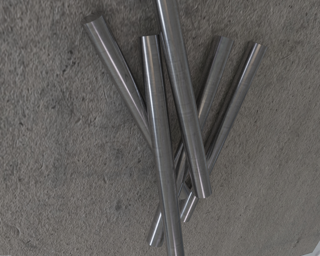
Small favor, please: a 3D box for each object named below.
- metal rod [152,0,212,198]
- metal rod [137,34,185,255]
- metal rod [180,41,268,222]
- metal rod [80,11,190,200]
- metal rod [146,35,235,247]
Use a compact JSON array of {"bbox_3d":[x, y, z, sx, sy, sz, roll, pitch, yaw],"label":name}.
[{"bbox_3d":[0.026,-0.045,0.356,0.025,0.025,0.298,-21,115,-16],"label":"metal rod"},{"bbox_3d":[0.005,0.039,0.386,0.025,0.025,0.298,-14,110,-21],"label":"metal rod"},{"bbox_3d":[0.085,0.019,0.464,0.025,0.025,0.298,5,116,-31],"label":"metal rod"},{"bbox_3d":[-0.016,-0.003,0.396,0.025,0.025,0.299,-32,129,-8],"label":"metal rod"},{"bbox_3d":[0.036,0.027,0.416,0.025,0.025,0.298,9,106,-32],"label":"metal rod"}]
